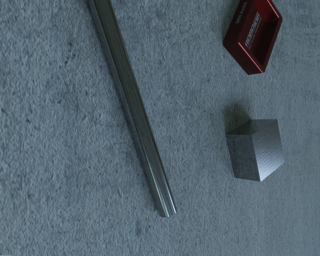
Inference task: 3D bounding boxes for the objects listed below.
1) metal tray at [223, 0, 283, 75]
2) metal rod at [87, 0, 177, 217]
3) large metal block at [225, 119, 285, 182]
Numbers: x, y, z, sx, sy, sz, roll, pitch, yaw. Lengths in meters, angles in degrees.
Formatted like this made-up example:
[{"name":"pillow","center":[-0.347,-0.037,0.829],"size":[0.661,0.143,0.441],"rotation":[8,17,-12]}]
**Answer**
[{"name":"metal tray","center":[0.166,-0.171,0.543],"size":[0.090,0.030,0.130],"rotation":[37,67,-34]},{"name":"metal rod","center":[-0.032,-0.025,0.379],"size":[0.025,0.025,0.298],"rotation":[-28,108,-37]},{"name":"large metal block","center":[0.164,0.035,0.529],"size":[0.081,0.050,0.080],"rotation":[-24,106,-38]}]
